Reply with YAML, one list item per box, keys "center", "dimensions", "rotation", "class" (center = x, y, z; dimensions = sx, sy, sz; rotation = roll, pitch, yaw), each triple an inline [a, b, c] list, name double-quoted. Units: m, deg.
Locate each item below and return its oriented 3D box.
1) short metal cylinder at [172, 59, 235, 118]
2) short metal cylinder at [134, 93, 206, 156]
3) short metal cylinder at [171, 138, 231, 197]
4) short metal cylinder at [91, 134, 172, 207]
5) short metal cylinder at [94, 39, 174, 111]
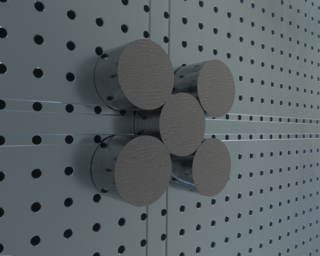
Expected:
- center: [0.063, -0.054, 0.445]
  dimensions: [0.081, 0.050, 0.079]
  rotation: [0, 90, -40]
  class: "short metal cylinder"
- center: [0.014, -0.005, 0.406]
  dimensions: [0.081, 0.050, 0.079]
  rotation: [0, 90, -40]
  class: "short metal cylinder"
- center: [0.056, 0.053, 0.441]
  dimensions: [0.081, 0.050, 0.079]
  rotation: [0, 90, -40]
  class: "short metal cylinder"
- center: [-0.033, 0.048, 0.366]
  dimensions: [0.081, 0.050, 0.079]
  rotation: [0, 90, -40]
  class: "short metal cylinder"
- center: [-0.030, -0.060, 0.369]
  dimensions: [0.081, 0.050, 0.079]
  rotation: [0, 90, -40]
  class: "short metal cylinder"
